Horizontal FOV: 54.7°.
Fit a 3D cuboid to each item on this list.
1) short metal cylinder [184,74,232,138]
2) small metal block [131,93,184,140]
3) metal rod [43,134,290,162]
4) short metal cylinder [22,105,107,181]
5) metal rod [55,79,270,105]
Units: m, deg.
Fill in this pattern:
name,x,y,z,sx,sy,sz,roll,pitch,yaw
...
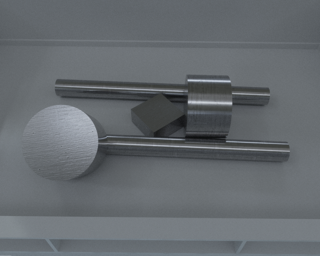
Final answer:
name,x,y,z,sx,sy,sz,roll,pitch,yaw
short metal cylinder,0.057,-0.027,0.391,0.050,0.080,0.080,1,50,1
small metal block,-0.003,-0.013,0.414,0.050,0.025,0.050,-31,57,-24
metal rod,0.004,0.023,0.383,0.302,0.025,0.025,2,50,1
short metal cylinder,-0.104,0.018,0.348,0.081,0.050,0.080,0,84,1
metal rod,0.003,-0.052,0.446,0.302,0.025,0.025,3,50,1
